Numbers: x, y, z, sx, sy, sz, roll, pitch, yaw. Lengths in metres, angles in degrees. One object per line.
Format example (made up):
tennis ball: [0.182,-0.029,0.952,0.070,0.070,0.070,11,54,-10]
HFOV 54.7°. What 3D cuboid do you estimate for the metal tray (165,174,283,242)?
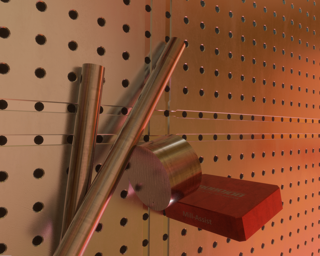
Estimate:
metal tray: [0.078,0.097,0.406,0.091,0.130,0.030,-20,103,-38]

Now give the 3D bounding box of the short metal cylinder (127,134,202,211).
short metal cylinder: [0.004,0.053,0.377,0.050,0.080,0.079,-19,103,-38]

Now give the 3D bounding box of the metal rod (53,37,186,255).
metal rod: [-0.033,0.005,0.361,0.025,0.025,0.300,43,58,-32]

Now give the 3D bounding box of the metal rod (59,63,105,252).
metal rod: [-0.090,0.079,0.334,0.025,0.025,0.298,10,84,-40]
